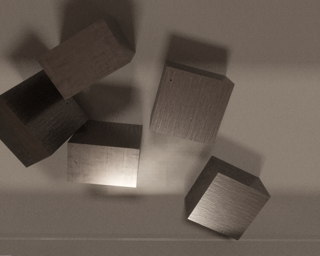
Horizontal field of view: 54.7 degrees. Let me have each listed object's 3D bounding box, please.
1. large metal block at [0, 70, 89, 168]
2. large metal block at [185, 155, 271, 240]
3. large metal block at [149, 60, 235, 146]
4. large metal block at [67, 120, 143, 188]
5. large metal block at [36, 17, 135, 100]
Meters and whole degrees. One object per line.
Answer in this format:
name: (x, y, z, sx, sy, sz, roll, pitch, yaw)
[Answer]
large metal block: (-0.146, -0.014, 0.368, 0.050, 0.080, 0.080, -24, 110, 33)
large metal block: (0.091, 0.098, 0.435, 0.080, 0.050, 0.080, 26, 108, -10)
large metal block: (0.036, -0.032, 0.387, 0.081, 0.050, 0.079, 14, 109, -6)
large metal block: (-0.066, 0.029, 0.392, 0.081, 0.080, 0.050, 6, 110, -3)
large metal block: (-0.078, -0.082, 0.351, 0.080, 0.080, 0.050, -28, 108, 9)
